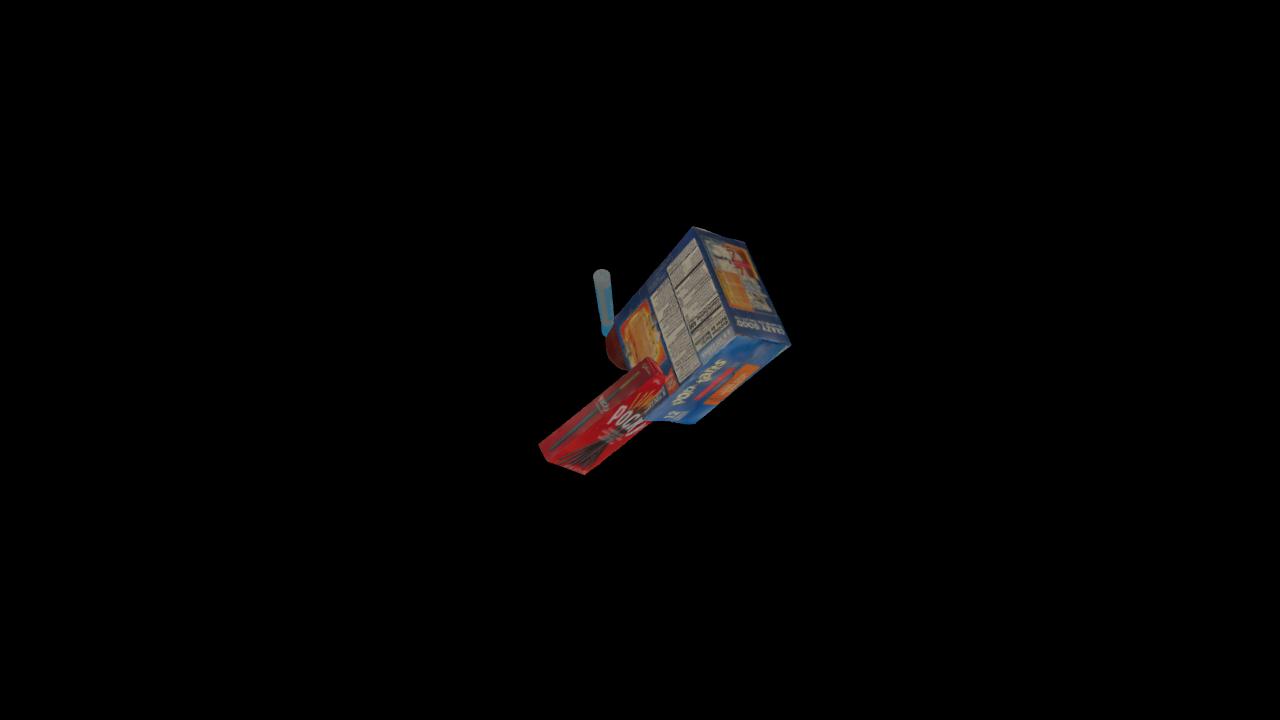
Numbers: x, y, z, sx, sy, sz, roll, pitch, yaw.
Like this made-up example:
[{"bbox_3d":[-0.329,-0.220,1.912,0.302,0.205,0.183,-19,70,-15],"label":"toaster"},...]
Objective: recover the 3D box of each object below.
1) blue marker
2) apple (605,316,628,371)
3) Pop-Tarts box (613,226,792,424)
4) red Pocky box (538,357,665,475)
[{"bbox_3d":[-0.040,-0.062,0.719,0.020,0.020,0.121,0,-29,1],"label":"blue marker"},{"bbox_3d":[-0.003,-0.028,0.764,0.093,0.079,0.079,-43,-24,29],"label":"apple"},{"bbox_3d":[0.059,-0.031,0.671,0.083,0.141,0.167,6,-37,-35],"label":"Pop-Tarts box"},{"bbox_3d":[-0.028,0.065,0.671,0.155,0.028,0.083,-39,-32,8],"label":"red Pocky box"}]
